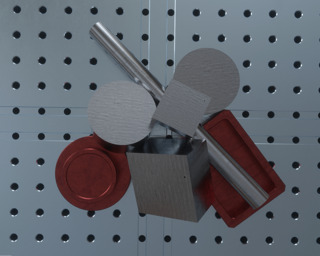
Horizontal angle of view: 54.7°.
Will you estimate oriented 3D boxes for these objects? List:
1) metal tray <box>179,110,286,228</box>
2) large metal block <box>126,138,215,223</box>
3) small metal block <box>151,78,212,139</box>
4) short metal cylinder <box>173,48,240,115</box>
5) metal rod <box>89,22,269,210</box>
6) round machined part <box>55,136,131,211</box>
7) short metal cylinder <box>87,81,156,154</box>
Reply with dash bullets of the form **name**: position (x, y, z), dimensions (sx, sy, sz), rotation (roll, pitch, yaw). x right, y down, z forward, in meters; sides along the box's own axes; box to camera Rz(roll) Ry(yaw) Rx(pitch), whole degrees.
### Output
- **metal tray**: position (0.088, 0.052, 0.408), dimensions (0.090, 0.030, 0.130), rotation (-36, 90, 0)
- **large metal block**: position (0.014, 0.059, 0.371), dimensions (0.080, 0.050, 0.079), rotation (-1, 107, 33)
- **small metal block**: position (0.024, -0.021, 0.357), dimensions (0.050, 0.025, 0.050), rotation (26, 82, 0)
- **short metal cylinder**: position (0.056, -0.057, 0.398), dimensions (0.081, 0.050, 0.079), rotation (0, 90, 0)
- **metal rod**: position (0.017, -0.022, 0.385), dimensions (0.025, 0.025, 0.300), rotation (-43, 81, 0)
- **round machined part**: position (-0.087, 0.059, 0.400), dimensions (0.099, 0.042, 0.097), rotation (0, 90, 0)
- **short metal cylinder**: position (-0.047, -0.012, 0.386), dimensions (0.081, 0.050, 0.080), rotation (2, 73, -8)
